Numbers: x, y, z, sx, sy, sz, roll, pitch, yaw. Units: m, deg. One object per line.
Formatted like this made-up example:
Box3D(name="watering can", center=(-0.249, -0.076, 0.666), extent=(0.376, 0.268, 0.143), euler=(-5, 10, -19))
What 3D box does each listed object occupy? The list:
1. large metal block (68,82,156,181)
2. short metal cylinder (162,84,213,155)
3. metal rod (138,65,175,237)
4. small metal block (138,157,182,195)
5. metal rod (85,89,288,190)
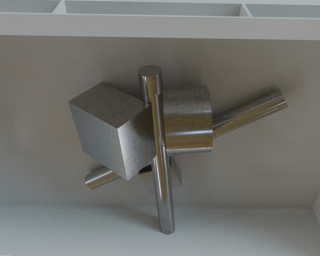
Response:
Box3D(name="large metal block", center=(-0.054, 0.003, 0.367), extent=(0.080, 0.050, 0.079), euler=(27, 139, 31))
Box3D(name="short metal cylinder", center=(0.030, -0.010, 0.362), extent=(0.050, 0.080, 0.079), euler=(-4, 130, 1))
Box3D(name="metal rod", center=(0.001, 0.055, 0.420), extent=(0.025, 0.025, 0.298), euler=(-4, 129, 3))
Box3D(name="small metal block", center=(0.001, 0.070, 0.467), extent=(0.050, 0.025, 0.050), euler=(-17, 129, 13))
Box3D(name="metal rod", center=(0.022, 0.023, 0.426), extent=(0.300, 0.025, 0.025), euler=(-25, 126, 19))
